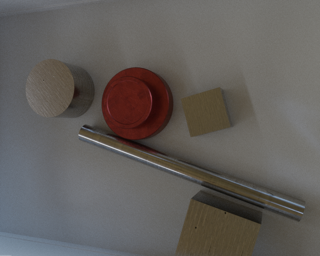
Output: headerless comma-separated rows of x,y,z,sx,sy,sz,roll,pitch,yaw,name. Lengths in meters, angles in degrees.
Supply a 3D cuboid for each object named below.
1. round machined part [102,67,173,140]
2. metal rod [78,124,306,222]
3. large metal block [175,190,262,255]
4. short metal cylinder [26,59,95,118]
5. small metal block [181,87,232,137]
-0.035,-0.032,0.413,0.098,0.042,0.097,0,90,19,round machined part
0.026,0.051,0.400,0.301,0.025,0.025,18,96,18,metal rod
0.070,0.131,0.372,0.080,0.050,0.079,17,96,19,large metal block
-0.143,-0.054,0.446,0.080,0.050,0.079,0,90,19,short metal cylinder
0.059,-0.019,0.389,0.050,0.025,0.050,-16,85,19,small metal block
